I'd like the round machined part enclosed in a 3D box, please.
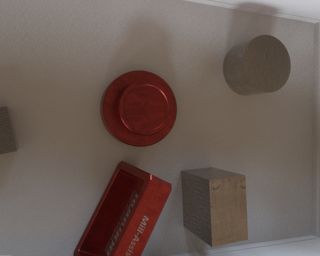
[{"bbox_3d":[-0.023,-0.025,0.394,0.099,0.042,0.097,0,90,-21],"label":"round machined part"}]

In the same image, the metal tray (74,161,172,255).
[{"bbox_3d":[-0.046,0.109,0.357,0.030,0.090,0.130,31,80,-29],"label":"metal tray"}]

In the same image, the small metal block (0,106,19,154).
[{"bbox_3d":[-0.189,0.006,0.341,0.050,0.025,0.050,-13,95,-20],"label":"small metal block"}]

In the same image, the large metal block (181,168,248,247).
[{"bbox_3d":[0.069,0.099,0.408,0.050,0.080,0.079,-3,91,-20],"label":"large metal block"}]

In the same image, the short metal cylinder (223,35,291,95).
[{"bbox_3d":[0.140,-0.089,0.451,0.081,0.050,0.079,0,90,-21],"label":"short metal cylinder"}]
